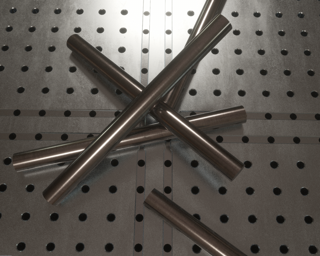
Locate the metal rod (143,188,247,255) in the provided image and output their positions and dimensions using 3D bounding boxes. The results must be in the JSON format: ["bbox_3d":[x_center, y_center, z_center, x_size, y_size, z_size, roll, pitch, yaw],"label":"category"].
[{"bbox_3d":[0.108,0.167,0.352,0.300,0.025,0.025,34,73,11],"label":"metal rod"}]

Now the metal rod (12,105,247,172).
[{"bbox_3d":[-0.035,0.013,0.406,0.302,0.025,0.025,-12,71,-5],"label":"metal rod"}]

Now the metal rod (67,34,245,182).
[{"bbox_3d":[-0.019,-0.038,0.404,0.300,0.025,0.025,40,74,21],"label":"metal rod"}]

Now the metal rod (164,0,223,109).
[{"bbox_3d":[0.063,-0.150,0.467,0.025,0.025,0.300,22,71,7],"label":"metal rod"}]

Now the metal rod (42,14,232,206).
[{"bbox_3d":[-0.028,-0.021,0.375,0.300,0.025,0.025,-45,76,2],"label":"metal rod"}]
